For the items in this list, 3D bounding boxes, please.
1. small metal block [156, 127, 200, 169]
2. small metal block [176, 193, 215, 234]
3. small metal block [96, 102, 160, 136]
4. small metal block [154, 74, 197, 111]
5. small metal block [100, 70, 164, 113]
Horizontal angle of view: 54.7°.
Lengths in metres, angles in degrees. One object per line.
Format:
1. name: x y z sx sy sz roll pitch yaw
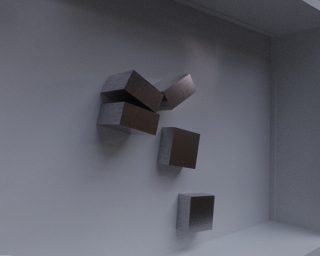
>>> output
1. small metal block: 0.026 0.028 0.428 0.050 0.025 0.050 15 81 -39
2. small metal block: 0.052 0.122 0.450 0.050 0.025 0.050 8 85 -40
3. small metal block: -0.037 -0.010 0.359 0.050 0.050 0.025 18 79 -39
4. small metal block: 0.009 -0.045 0.398 0.050 0.050 0.025 -37 113 -34
5. small metal block: -0.033 -0.040 0.363 0.050 0.050 0.025 36 68 -34
